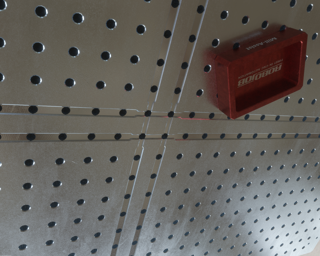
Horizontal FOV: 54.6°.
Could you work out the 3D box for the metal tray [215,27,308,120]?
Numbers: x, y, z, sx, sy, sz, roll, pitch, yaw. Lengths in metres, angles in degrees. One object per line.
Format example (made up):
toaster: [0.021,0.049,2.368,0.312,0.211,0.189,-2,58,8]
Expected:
metal tray: [0.143,-0.077,0.437,0.131,0.030,0.090,-23,127,-14]
